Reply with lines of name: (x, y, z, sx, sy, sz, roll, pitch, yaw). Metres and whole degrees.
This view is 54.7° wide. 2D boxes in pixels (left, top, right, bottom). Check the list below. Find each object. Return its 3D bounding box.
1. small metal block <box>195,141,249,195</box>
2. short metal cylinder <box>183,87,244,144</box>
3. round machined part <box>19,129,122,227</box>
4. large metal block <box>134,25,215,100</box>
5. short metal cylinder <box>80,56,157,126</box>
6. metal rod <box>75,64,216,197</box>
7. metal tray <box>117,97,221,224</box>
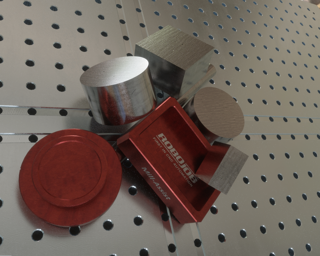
small metal block: (0.071, 0.045, 0.365, 0.025, 0.050, 0.050, 32, 87, -11)
short metal cylinder: (0.070, -0.011, 0.435, 0.081, 0.050, 0.080, 14, 56, -21)
round machined part: (-0.087, 0.046, 0.306, 0.099, 0.042, 0.098, 4, 68, -10)
large metal block: (0.019, -0.097, 0.446, 0.080, 0.050, 0.080, 32, 49, 18)
short metal cylinder: (-0.048, -0.046, 0.368, 0.080, 0.050, 0.080, -9, 33, 6)
metal rod: (-0.004, -0.013, 0.416, 0.025, 0.025, 0.302, 44, 52, 2)
metal tray: (0.021, 0.038, 0.375, 0.130, 0.030, 0.090, 52, 51, -7)
